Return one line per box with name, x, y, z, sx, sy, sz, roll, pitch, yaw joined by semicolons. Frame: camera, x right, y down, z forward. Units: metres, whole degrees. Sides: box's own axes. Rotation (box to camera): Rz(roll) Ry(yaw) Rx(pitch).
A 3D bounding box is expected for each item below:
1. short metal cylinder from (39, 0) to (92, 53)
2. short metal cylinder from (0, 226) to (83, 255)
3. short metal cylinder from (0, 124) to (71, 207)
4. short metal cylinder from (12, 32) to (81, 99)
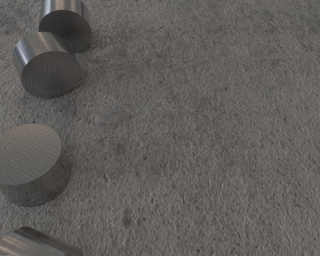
short metal cylinder;-0.155;-0.170;0.509;0.081;0.080;0.050;-9;51;-7
short metal cylinder;-0.108;0.130;0.257;0.050;0.080;0.080;18;52;14
short metal cylinder;-0.147;0.042;0.351;0.080;0.050;0.080;0;50;0
short metal cylinder;-0.160;-0.088;0.440;0.081;0.080;0.050;-24;54;-19
